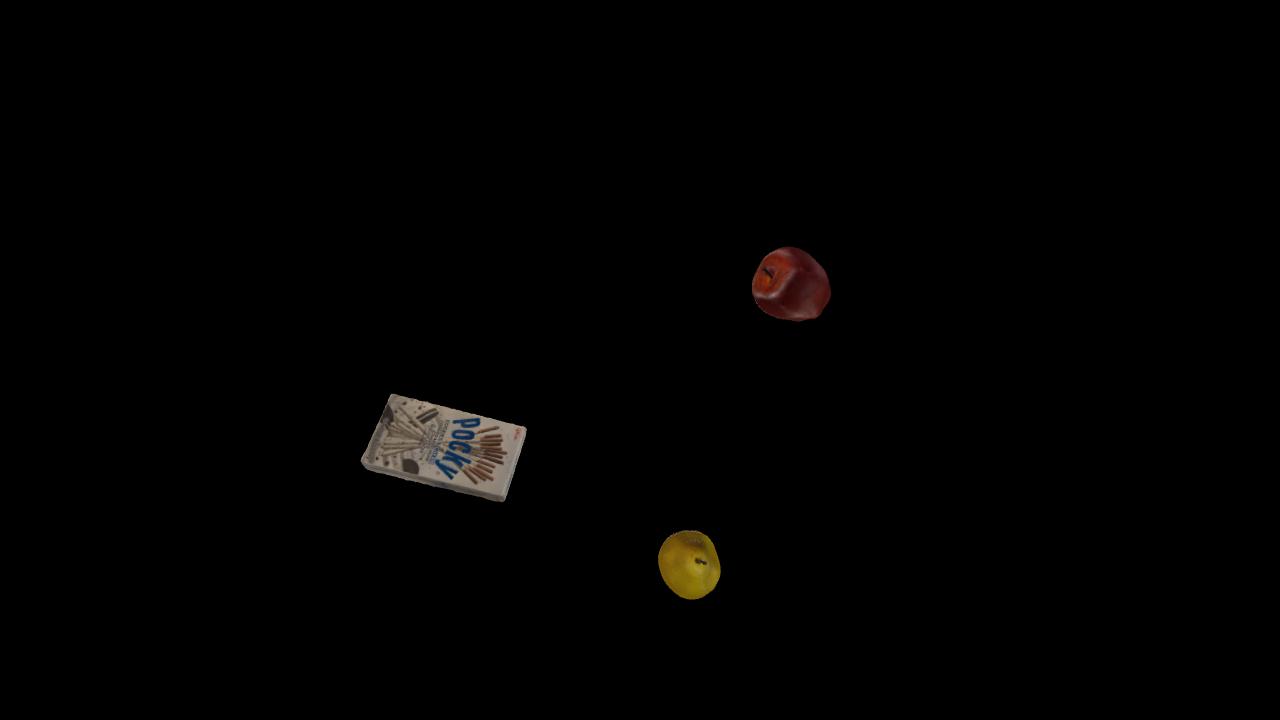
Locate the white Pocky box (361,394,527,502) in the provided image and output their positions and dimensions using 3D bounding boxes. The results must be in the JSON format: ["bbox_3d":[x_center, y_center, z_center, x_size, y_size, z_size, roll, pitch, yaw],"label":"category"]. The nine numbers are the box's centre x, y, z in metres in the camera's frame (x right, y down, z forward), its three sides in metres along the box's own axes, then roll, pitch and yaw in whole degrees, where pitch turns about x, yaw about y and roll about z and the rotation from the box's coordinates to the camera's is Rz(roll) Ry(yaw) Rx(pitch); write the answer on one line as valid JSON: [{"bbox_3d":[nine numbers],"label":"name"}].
[{"bbox_3d":[-0.209,0.095,0.666,0.154,0.084,0.028,14,-28,-1],"label":"white Pocky box"}]

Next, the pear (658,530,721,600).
[{"bbox_3d":[0.059,0.236,0.725,0.080,0.080,0.111,0,-30,2],"label":"pear"}]

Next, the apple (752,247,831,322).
[{"bbox_3d":[0.165,-0.081,0.670,0.093,0.079,0.079,22,-13,-35],"label":"apple"}]
